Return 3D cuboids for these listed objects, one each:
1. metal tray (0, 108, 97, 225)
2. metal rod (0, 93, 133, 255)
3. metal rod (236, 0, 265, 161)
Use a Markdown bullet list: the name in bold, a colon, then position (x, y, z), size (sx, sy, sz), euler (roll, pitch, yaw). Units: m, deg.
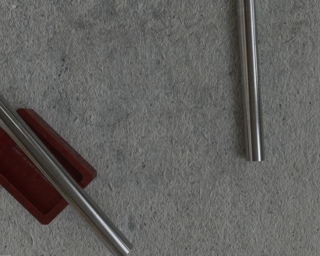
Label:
- **metal tray**: position (-0.160, 0.049, 0.405), size (0.130, 0.030, 0.090), euler (44, 90, -1)
- **metal rod**: position (-0.141, 0.039, 0.377), size (0.025, 0.025, 0.300), euler (-41, 91, 0)
- **metal rod**: position (0.117, -0.106, 0.411), size (0.025, 0.025, 0.298), euler (-4, 90, -1)
